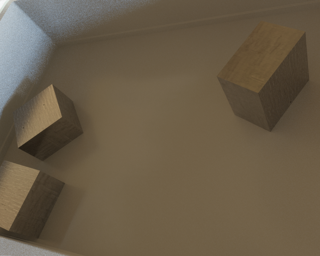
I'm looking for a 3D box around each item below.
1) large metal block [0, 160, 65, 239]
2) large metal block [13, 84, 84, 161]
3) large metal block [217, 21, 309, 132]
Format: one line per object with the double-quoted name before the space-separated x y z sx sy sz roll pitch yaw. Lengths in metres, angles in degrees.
"large metal block" -0.194 0.098 0.432 0.080 0.050 0.080 8 66 31
"large metal block" -0.178 -0.009 0.489 0.080 0.050 0.080 -34 51 5
"large metal block" 0.117 -0.055 0.343 0.050 0.080 0.080 32 80 38
